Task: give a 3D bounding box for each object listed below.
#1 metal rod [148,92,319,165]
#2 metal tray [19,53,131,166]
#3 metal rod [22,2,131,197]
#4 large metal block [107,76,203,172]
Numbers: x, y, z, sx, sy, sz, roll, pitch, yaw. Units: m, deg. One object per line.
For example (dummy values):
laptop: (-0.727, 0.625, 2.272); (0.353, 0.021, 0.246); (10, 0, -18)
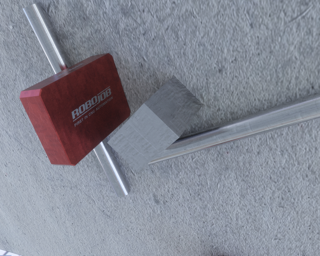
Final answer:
metal rod: (0.100, -0.002, 0.352); (0.300, 0.025, 0.025); (-20, 108, 35)
metal tray: (-0.091, -0.026, 0.369); (0.030, 0.131, 0.089); (-2, 117, 29)
metal rod: (-0.111, -0.026, 0.447); (0.025, 0.025, 0.299); (-8, 115, 31)
large metal block: (-0.004, -0.006, 0.369); (0.050, 0.080, 0.080); (45, 129, -3)
